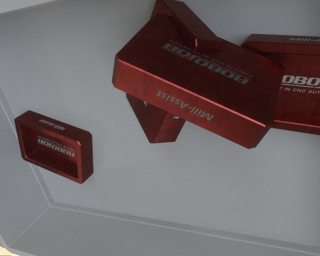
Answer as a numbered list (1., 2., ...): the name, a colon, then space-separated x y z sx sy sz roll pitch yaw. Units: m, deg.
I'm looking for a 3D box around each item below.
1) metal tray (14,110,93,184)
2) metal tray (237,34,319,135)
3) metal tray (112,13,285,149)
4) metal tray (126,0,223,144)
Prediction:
1. metal tray: -0.176 0.032 0.517 0.130 0.030 0.089 18 126 17
2. metal tray: 0.145 -0.041 0.303 0.130 0.030 0.089 10 123 22
3. metal tray: 0.036 -0.046 0.271 0.130 0.090 0.030 25 138 5
4. metal tray: 0.007 -0.058 0.333 0.090 0.030 0.129 61 141 37
